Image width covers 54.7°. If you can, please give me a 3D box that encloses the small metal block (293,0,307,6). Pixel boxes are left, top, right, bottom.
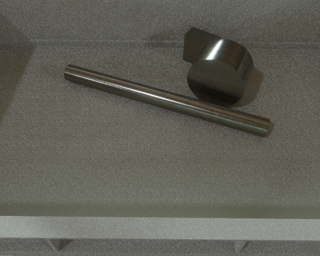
[{"bbox_3d":[0.295,-0.288,0.637,0.025,0.050,0.050,14,52,11],"label":"small metal block"}]

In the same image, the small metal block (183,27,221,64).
[{"bbox_3d":[0.066,-0.127,0.496,0.050,0.050,0.025,27,55,20],"label":"small metal block"}]

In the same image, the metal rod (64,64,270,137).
[{"bbox_3d":[0.001,-0.043,0.440,0.301,0.025,0.025,17,52,13],"label":"metal rod"}]

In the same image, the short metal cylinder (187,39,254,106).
[{"bbox_3d":[0.085,-0.076,0.435,0.080,0.080,0.050,20,53,15],"label":"short metal cylinder"}]
